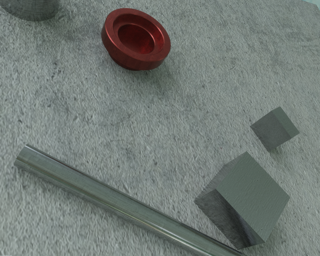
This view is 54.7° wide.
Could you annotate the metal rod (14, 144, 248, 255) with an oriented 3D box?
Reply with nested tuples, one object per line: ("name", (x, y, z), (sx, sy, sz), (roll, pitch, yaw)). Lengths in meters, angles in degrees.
("metal rod", (-0.011, 0.100, 0.338), (0.301, 0.025, 0.025), (29, 52, -10))

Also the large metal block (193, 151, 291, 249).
("large metal block", (0.104, 0.090, 0.391), (0.080, 0.050, 0.080), (48, 51, 5))

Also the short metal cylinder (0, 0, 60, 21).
("short metal cylinder", (-0.173, -0.190, 0.411), (0.081, 0.050, 0.080), (14, 56, -21))

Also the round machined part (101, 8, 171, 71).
("round machined part", (-0.037, -0.122, 0.449), (0.099, 0.042, 0.098), (14, 56, -21))

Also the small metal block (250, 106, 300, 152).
("small metal block", (0.179, 0.002, 0.486), (0.025, 0.050, 0.050), (-22, 74, -36))
